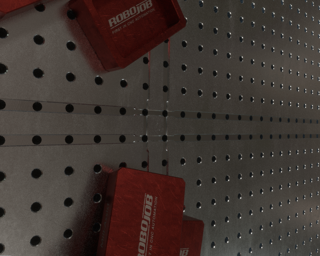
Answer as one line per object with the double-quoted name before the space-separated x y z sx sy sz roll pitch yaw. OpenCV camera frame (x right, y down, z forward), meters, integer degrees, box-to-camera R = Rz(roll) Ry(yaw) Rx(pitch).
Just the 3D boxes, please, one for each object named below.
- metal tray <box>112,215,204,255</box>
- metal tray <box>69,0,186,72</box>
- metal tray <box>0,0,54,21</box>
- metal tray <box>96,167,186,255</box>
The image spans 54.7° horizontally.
"metal tray" -0.001 0.164 0.408 0.131 0.030 0.090 15 81 -39
"metal tray" -0.032 -0.139 0.380 0.131 0.030 0.090 -42 116 -32
"metal tray" -0.126 -0.171 0.301 0.131 0.030 0.090 -41 115 -33
"metal tray" -0.021 0.118 0.361 0.091 0.030 0.130 15 70 -24
